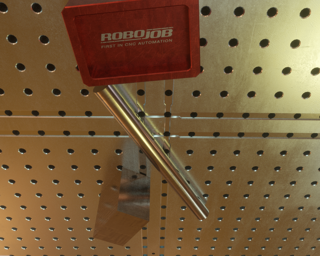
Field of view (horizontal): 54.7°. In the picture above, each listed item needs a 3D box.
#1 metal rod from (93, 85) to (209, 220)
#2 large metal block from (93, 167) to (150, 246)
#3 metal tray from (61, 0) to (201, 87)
[{"bbox_3d":[0.002,0.049,0.453,0.025,0.025,0.300,-23,127,18],"label":"metal rod"},{"bbox_3d":[-0.058,0.121,0.478,0.050,0.080,0.080,25,126,-20],"label":"large metal block"},{"bbox_3d":[-0.025,-0.094,0.327,0.131,0.030,0.089,-5,130,3],"label":"metal tray"}]
